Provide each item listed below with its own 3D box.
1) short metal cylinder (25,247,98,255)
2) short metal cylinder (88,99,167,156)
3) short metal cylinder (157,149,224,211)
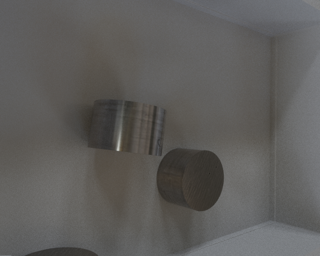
[{"bbox_3d":[-0.097,0.152,0.289,0.081,0.080,0.050,1,90,-40],"label":"short metal cylinder"},{"bbox_3d":[-0.035,0.002,0.341,0.081,0.080,0.050,11,83,-40],"label":"short metal cylinder"},{"bbox_3d":[0.042,0.069,0.426,0.081,0.050,0.080,0,90,-40],"label":"short metal cylinder"}]
